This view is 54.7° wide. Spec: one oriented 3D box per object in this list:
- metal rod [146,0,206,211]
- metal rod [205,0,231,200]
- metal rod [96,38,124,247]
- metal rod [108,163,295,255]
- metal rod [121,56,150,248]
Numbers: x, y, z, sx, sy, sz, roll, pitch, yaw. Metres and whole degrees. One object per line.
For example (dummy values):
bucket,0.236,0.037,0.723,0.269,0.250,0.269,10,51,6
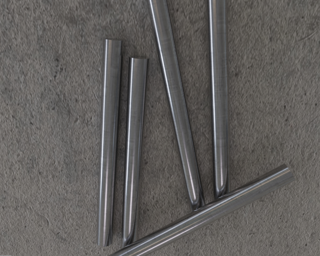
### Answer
metal rod,0.025,-0.020,0.402,0.025,0.025,0.298,-11,110,4
metal rod,0.077,-0.022,0.402,0.025,0.025,0.298,-5,110,2
metal rod,-0.070,0.033,0.421,0.025,0.025,0.298,5,110,-2
metal rod,0.042,0.132,0.430,0.300,0.025,0.025,-31,107,10
metal rod,-0.037,0.053,0.428,0.025,0.025,0.298,4,110,-2
